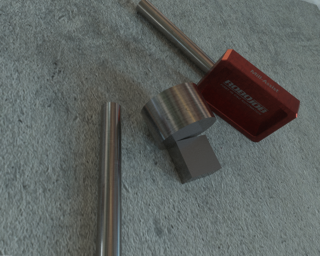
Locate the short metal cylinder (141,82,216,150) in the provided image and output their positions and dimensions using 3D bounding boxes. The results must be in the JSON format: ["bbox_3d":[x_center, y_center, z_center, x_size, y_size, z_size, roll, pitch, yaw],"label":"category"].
[{"bbox_3d":[0.023,-0.014,0.391,0.081,0.080,0.050,-16,70,-35],"label":"short metal cylinder"}]

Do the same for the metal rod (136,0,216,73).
[{"bbox_3d":[0.078,-0.103,0.510,0.300,0.025,0.025,43,51,1],"label":"metal rod"}]

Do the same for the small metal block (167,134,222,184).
[{"bbox_3d":[0.045,0.040,0.405,0.050,0.025,0.050,-11,68,-33],"label":"small metal block"}]

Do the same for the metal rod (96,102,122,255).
[{"bbox_3d":[-0.051,0.104,0.313,0.025,0.025,0.299,10,57,-23],"label":"metal rod"}]

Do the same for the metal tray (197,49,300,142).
[{"bbox_3d":[0.124,-0.043,0.457,0.130,0.090,0.030,36,51,-5],"label":"metal tray"}]
